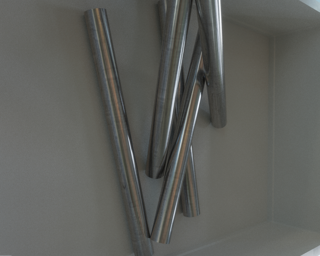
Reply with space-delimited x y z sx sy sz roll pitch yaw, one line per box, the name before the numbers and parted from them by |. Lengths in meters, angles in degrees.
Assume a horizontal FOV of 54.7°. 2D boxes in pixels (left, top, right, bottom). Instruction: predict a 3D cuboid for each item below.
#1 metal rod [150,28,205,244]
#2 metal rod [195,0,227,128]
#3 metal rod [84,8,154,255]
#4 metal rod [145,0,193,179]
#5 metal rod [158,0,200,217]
metal rod | 0.034 -0.005 0.404 0.025 0.025 0.299 21 78 -39
metal rod | 0.063 -0.084 0.365 0.025 0.025 0.299 -61 155 -22
metal rod | -0.046 0.014 0.369 0.025 0.025 0.298 -18 101 -39
metal rod | 0.012 -0.071 0.336 0.025 0.025 0.298 -17 127 -39
metal rod | 0.027 -0.023 0.431 0.025 0.025 0.298 -12 98 -40
